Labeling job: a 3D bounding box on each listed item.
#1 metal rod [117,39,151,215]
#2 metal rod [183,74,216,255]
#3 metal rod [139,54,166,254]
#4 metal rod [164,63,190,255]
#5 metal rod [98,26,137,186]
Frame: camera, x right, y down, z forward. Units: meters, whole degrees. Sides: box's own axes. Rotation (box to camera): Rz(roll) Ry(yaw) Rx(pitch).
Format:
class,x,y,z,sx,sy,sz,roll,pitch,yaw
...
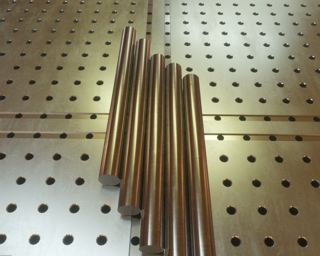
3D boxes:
class,x,y,z,sx,sy,sz,roll,pitch,yaw
metal rod,-0.031,-0.026,0.428,0.025,0.025,0.300,1,50,0
metal rod,0.044,0.042,0.372,0.025,0.025,0.300,1,50,0
metal rod,-0.006,0.005,0.402,0.025,0.025,0.300,1,50,0
metal rod,0.019,0.022,0.388,0.025,0.025,0.300,1,50,0
metal rod,-0.056,-0.055,0.452,0.025,0.025,0.300,1,50,0
